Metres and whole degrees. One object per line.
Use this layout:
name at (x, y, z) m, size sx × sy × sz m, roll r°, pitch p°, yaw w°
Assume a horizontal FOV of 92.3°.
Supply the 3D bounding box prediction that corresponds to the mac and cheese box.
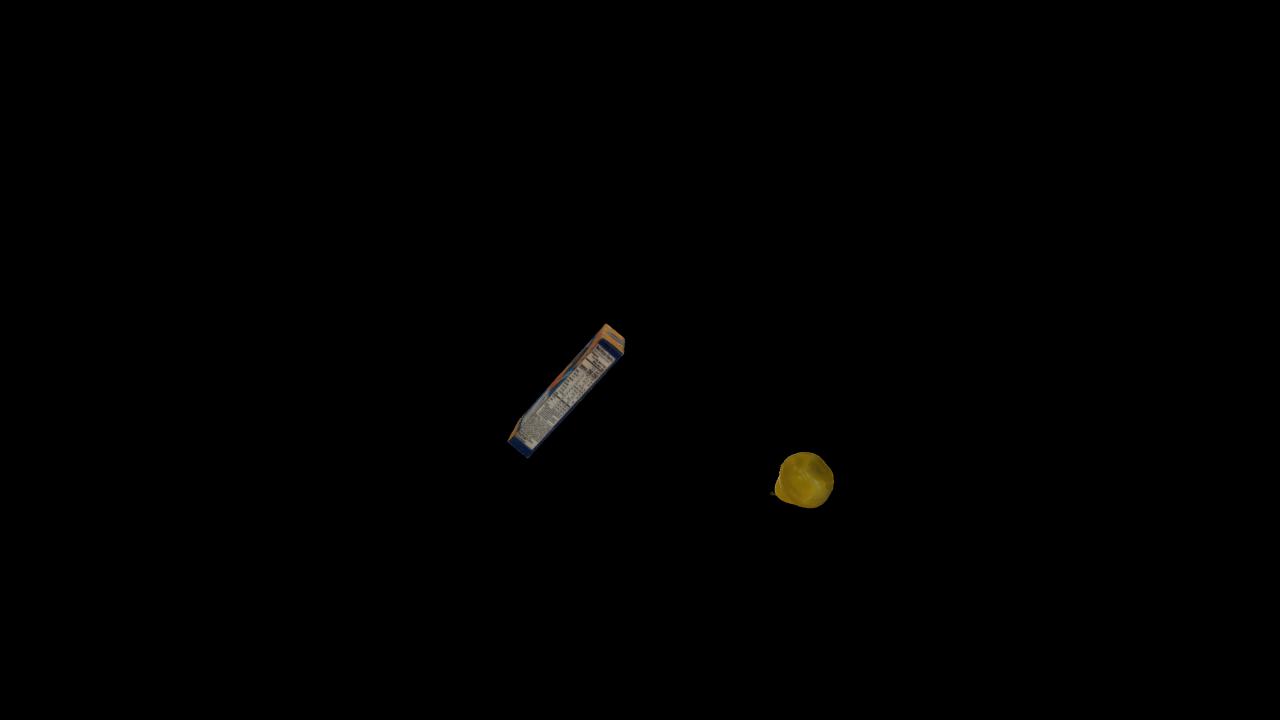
mac and cheese box at (-0.093, 0.038, 0.798) m, size 0.041 × 0.184 × 0.093 m, roll 41°, pitch 10°, yaw -8°

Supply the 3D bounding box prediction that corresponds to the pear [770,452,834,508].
pear at (0.229, 0.187, 0.901) m, size 0.080 × 0.080 × 0.111 m, roll 0°, pitch -39°, yaw -30°
